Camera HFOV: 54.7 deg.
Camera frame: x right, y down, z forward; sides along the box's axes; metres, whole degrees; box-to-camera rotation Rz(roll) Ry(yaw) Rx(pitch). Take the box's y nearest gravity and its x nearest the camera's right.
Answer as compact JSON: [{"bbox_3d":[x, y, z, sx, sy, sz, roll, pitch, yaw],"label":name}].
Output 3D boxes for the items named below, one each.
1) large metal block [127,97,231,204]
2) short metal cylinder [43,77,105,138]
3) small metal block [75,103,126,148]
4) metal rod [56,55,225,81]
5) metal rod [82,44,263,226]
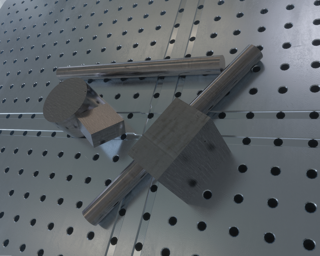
[{"bbox_3d":[0.024,0.027,0.344,0.080,0.080,0.050,-49,52,-6],"label":"large metal block"},{"bbox_3d":[-0.132,-0.031,0.481,0.080,0.050,0.080,-13,56,21],"label":"short metal cylinder"},{"bbox_3d":[-0.085,-0.005,0.442,0.050,0.025,0.050,-26,47,-25],"label":"small metal block"},{"bbox_3d":[-0.047,-0.092,0.489,0.300,0.025,0.025,3,63,29],"label":"metal rod"},{"bbox_3d":[0.018,0.006,0.394,0.300,0.025,0.025,-45,51,-4],"label":"metal rod"}]
